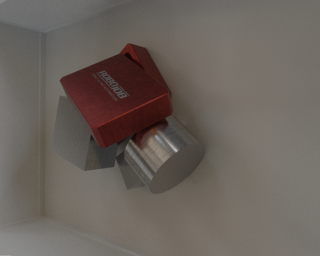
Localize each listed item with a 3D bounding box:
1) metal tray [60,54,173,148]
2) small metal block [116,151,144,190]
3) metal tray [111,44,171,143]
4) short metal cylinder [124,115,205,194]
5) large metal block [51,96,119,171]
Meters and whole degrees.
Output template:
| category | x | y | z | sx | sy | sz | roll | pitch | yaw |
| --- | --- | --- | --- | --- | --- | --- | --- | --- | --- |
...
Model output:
| category | x | y | z | sx | sy | sz | roll | pitch | yaw |
| --- | --- | --- | --- | --- | --- | --- | --- | --- | --- |
| metal tray | -0.056 | -0.039 | 0.368 | 0.130 | 0.091 | 0.030 | 45 | 156 | 46 |
| small metal block | -0.029 | 0.051 | 0.427 | 0.050 | 0.025 | 0.050 | -35 | 68 | 34 |
| metal tray | -0.053 | -0.043 | 0.443 | 0.129 | 0.030 | 0.090 | -41 | 66 | 32 |
| short metal cylinder | 0.006 | 0.031 | 0.363 | 0.050 | 0.081 | 0.080 | 47 | 118 | 29 |
| large metal block | -0.101 | 0.005 | 0.427 | 0.080 | 0.050 | 0.079 | 21 | 103 | 37 |
